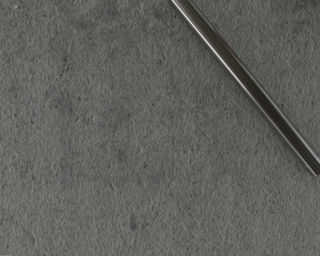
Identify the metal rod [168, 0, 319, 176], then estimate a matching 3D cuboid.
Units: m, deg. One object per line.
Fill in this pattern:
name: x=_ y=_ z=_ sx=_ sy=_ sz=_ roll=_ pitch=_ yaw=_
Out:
metal rod: x=0.116 y=-0.060 z=0.410 sx=0.025 sy=0.025 sz=0.300 roll=-39 pitch=90 yaw=0
